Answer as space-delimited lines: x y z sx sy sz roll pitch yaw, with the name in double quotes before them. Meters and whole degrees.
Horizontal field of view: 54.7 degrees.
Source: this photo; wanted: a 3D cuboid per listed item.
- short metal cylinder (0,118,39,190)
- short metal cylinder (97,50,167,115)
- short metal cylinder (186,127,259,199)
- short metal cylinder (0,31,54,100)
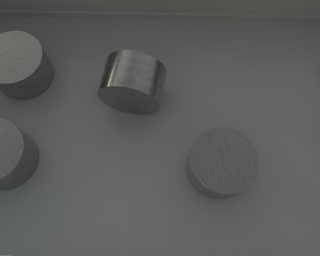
"short metal cylinder" -0.199 0.033 0.382 0.081 0.050 0.080 0 70 0
"short metal cylinder" -0.035 -0.057 0.401 0.080 0.080 0.050 10 71 3
"short metal cylinder" 0.074 0.044 0.381 0.081 0.050 0.080 0 70 0
"short metal cylinder" -0.194 -0.085 0.425 0.081 0.050 0.080 0 70 0
